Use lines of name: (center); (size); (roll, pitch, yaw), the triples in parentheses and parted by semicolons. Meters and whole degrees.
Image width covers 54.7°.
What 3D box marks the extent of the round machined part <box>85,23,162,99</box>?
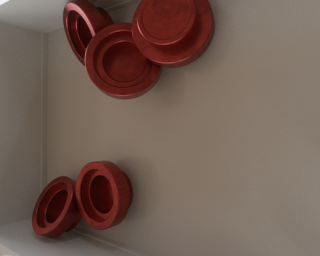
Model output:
round machined part: (-0.046, -0.085, 0.413); (0.099, 0.042, 0.097); (0, 82, 1)

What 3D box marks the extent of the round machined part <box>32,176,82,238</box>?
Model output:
round machined part: (-0.162, 0.133, 0.513); (0.098, 0.042, 0.098); (-24, 47, 28)

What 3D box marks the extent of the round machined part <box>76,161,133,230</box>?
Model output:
round machined part: (-0.079, 0.097, 0.461); (0.098, 0.042, 0.097); (0, 90, 40)

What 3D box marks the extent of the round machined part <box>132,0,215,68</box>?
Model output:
round machined part: (0.012, -0.124, 0.363); (0.098, 0.042, 0.097); (-2, 84, 16)

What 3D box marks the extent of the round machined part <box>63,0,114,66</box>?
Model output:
round machined part: (-0.100, -0.141, 0.461); (0.098, 0.042, 0.097); (36, 141, 35)
